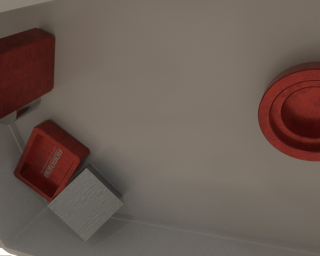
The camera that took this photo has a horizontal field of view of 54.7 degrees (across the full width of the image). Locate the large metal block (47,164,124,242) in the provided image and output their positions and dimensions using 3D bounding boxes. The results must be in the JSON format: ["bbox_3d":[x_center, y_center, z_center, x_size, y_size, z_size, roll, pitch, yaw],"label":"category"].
[{"bbox_3d":[-0.116,0.116,0.495,0.080,0.050,0.080,-45,97,-5],"label":"large metal block"}]

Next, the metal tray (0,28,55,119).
[{"bbox_3d":[-0.192,-0.068,0.397,0.030,0.131,0.089,26,127,12],"label":"metal tray"}]

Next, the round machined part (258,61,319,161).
[{"bbox_3d":[0.151,-0.019,0.306,0.098,0.042,0.097,13,124,20],"label":"round machined part"}]

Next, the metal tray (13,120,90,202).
[{"bbox_3d":[-0.186,0.060,0.525,0.090,0.030,0.129,37,122,-1],"label":"metal tray"}]

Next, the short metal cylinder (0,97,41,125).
[{"bbox_3d":[-0.236,-0.052,0.482,0.080,0.050,0.079,13,124,20],"label":"short metal cylinder"}]
